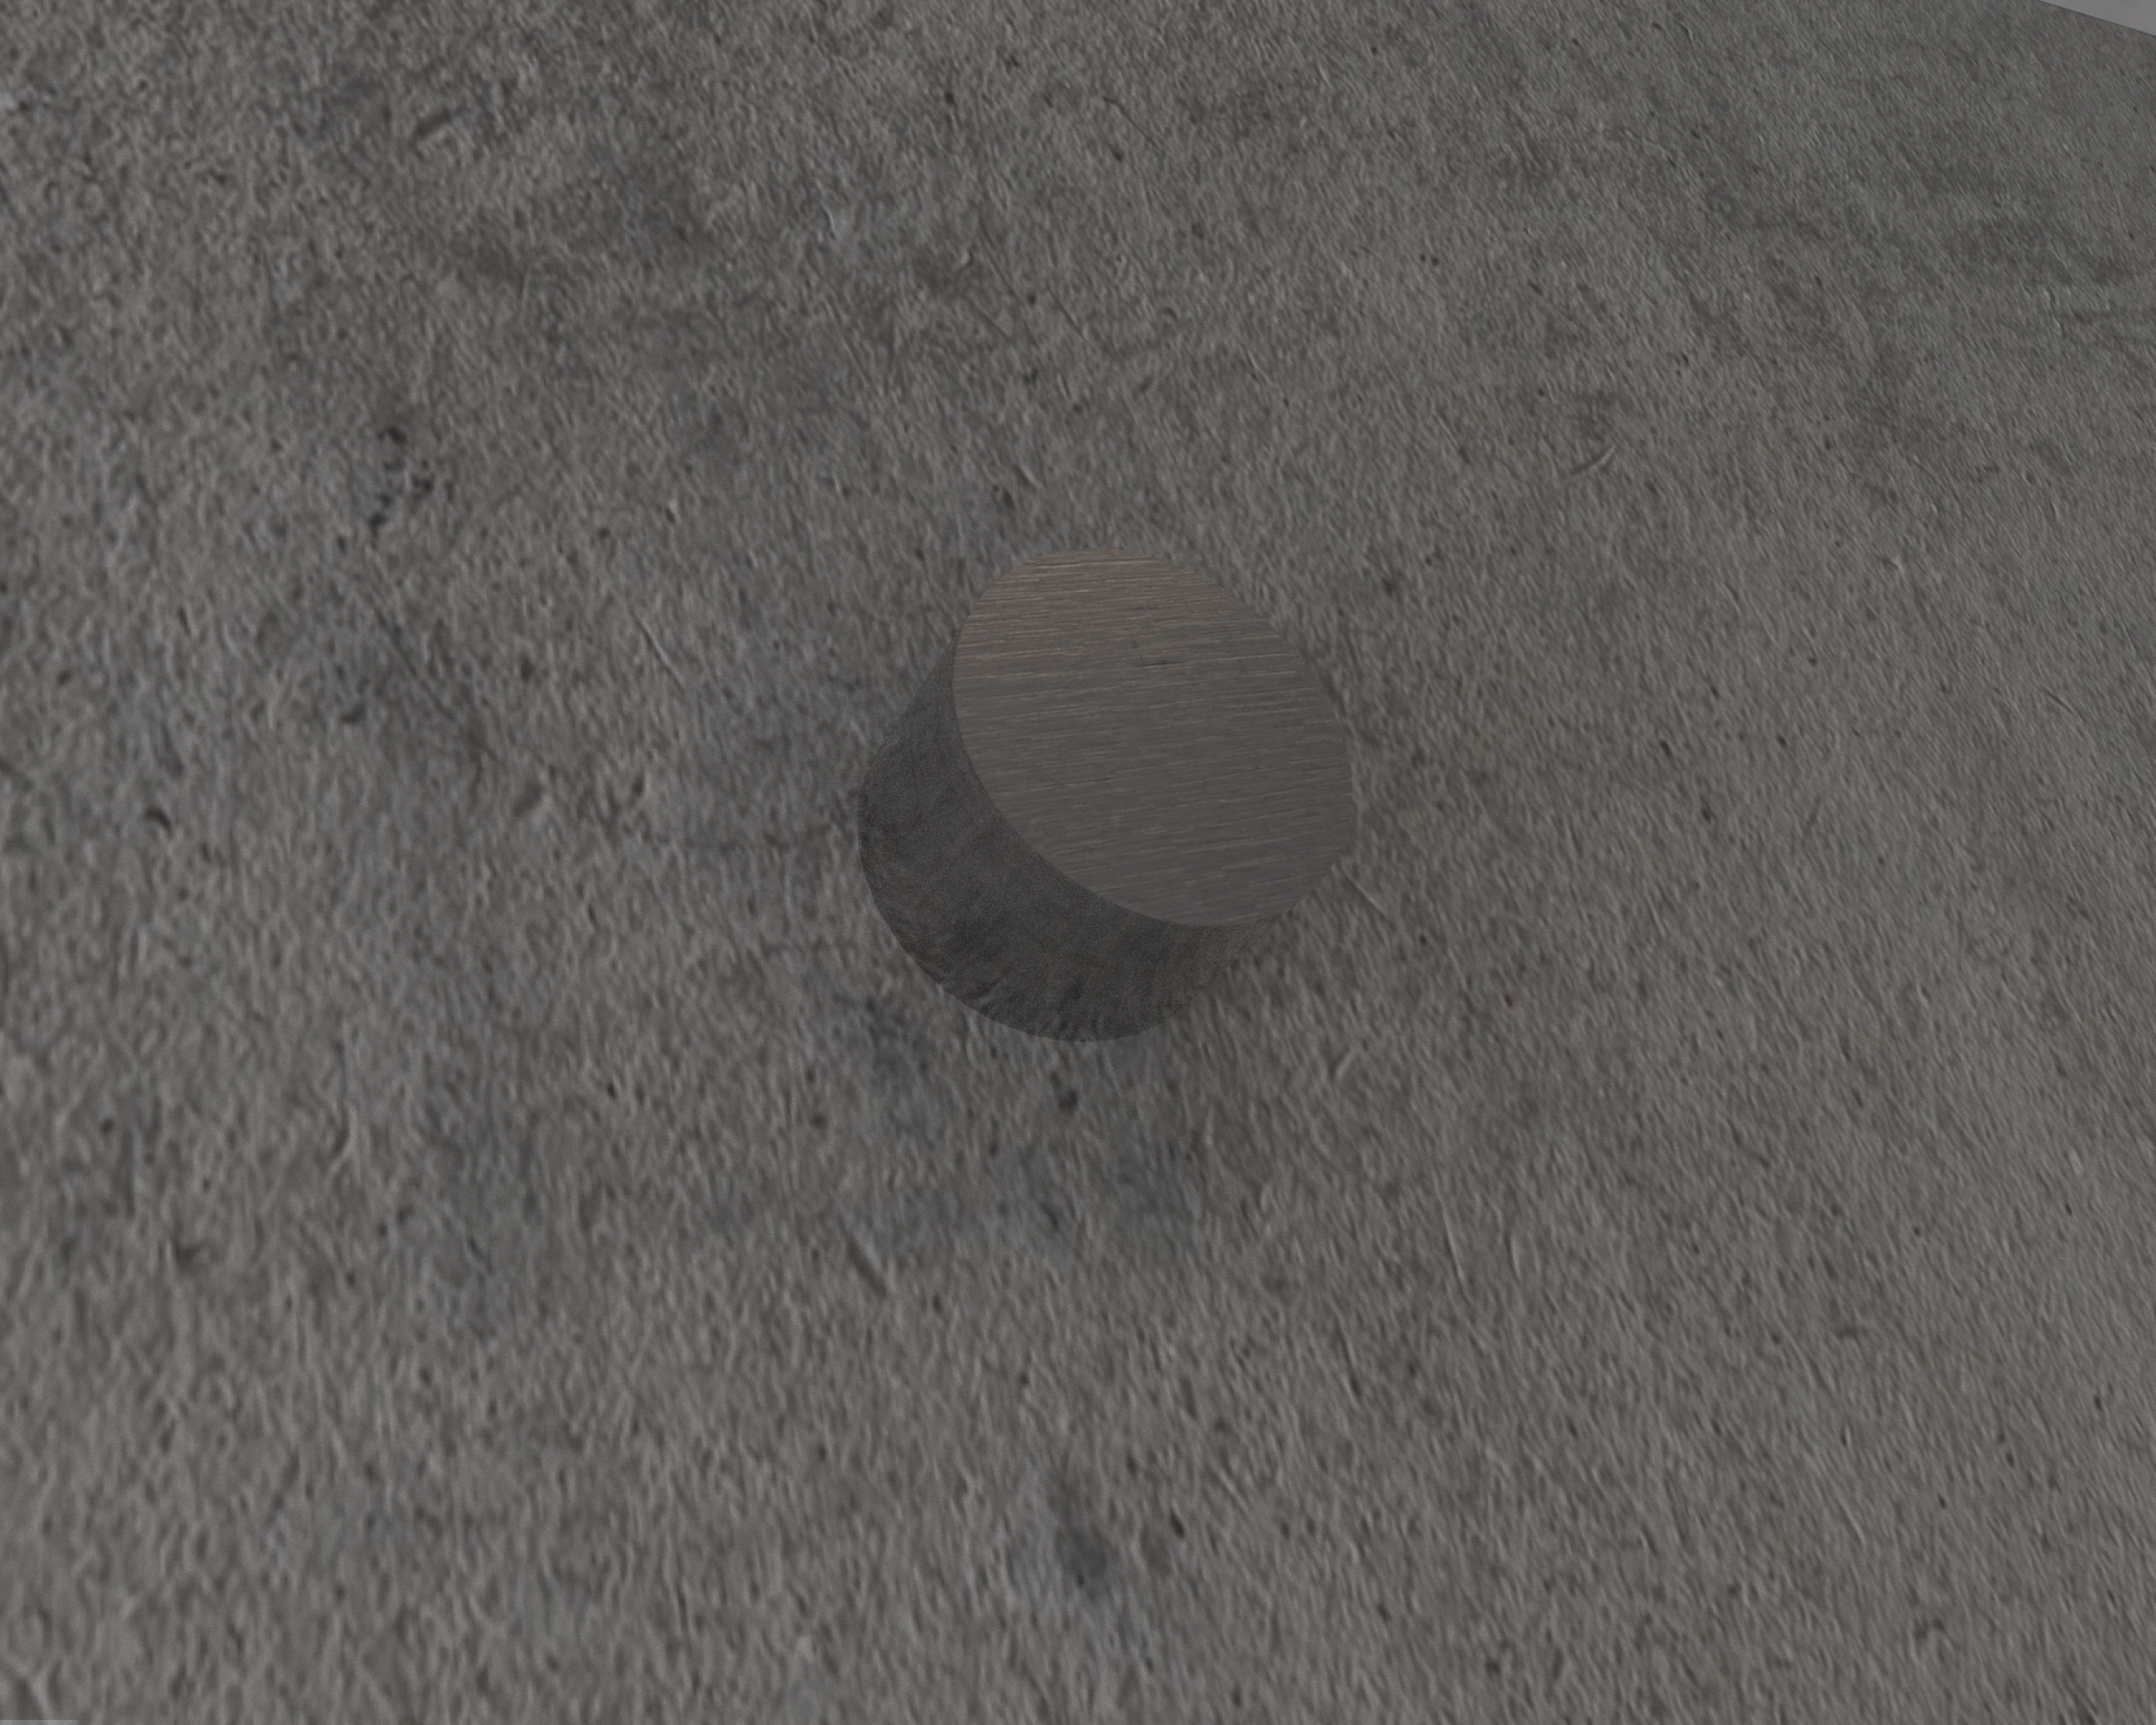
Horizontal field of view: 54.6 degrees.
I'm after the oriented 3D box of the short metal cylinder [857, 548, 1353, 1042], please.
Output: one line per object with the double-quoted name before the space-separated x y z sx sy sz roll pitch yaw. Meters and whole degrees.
"short metal cylinder" 0.005 -0.012 0.397 0.081 0.050 0.080 13 56 -21
